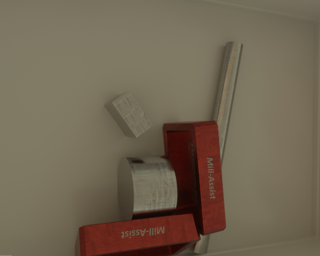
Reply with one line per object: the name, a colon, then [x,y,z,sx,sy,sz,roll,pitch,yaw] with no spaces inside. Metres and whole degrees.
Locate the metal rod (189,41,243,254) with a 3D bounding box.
metal rod: [0.081,0.025,0.441,0.025,0.025,0.298,12,86,-20]

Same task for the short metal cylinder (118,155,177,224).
short metal cylinder: [-0.018,0.073,0.376,0.050,0.080,0.079,0,90,-20]

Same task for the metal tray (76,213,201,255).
metal tray: [-0.029,0.135,0.363,0.131,0.089,0.030,-1,58,-19]

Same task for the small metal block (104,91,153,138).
small metal block: [-0.040,-0.016,0.383,0.025,0.050,0.050,-38,103,-16]

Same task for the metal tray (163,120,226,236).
metal tray: [0.040,0.057,0.391,0.030,0.090,0.129,-6,92,-23]
